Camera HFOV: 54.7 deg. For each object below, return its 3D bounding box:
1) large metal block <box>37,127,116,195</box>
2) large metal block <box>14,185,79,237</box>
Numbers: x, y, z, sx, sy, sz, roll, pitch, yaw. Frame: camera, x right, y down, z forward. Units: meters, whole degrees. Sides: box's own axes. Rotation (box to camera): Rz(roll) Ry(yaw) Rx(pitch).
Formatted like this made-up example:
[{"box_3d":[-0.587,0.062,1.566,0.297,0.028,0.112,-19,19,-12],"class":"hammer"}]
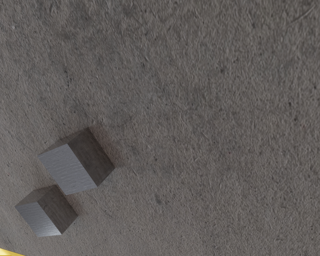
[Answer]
[{"box_3d":[-0.133,0.054,0.495,0.080,0.050,0.080,-20,108,35],"class":"large metal block"},{"box_3d":[-0.223,0.164,0.610,0.080,0.050,0.080,-18,109,35],"class":"large metal block"}]
